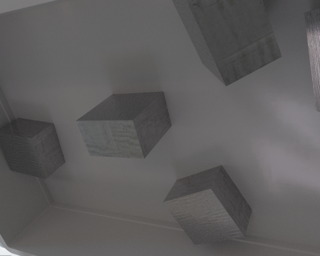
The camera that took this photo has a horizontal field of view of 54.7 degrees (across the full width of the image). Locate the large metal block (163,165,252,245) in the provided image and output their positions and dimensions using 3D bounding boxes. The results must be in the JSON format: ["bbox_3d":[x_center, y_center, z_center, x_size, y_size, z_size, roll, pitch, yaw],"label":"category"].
[{"bbox_3d":[0.066,0.107,0.424,0.080,0.050,0.080,-27,104,37],"label":"large metal block"}]

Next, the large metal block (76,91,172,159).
[{"bbox_3d":[-0.042,-0.006,0.392,0.080,0.080,0.050,0,119,28],"label":"large metal block"}]

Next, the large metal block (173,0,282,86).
[{"bbox_3d":[0.053,-0.093,0.271,0.050,0.080,0.080,-28,115,6],"label":"large metal block"}]

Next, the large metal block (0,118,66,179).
[{"bbox_3d":[-0.219,0.033,0.529,0.080,0.050,0.079,8,122,24],"label":"large metal block"}]

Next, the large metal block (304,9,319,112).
[{"bbox_3d":[0.167,-0.057,0.247,0.080,0.050,0.080,-7,85,32],"label":"large metal block"}]
